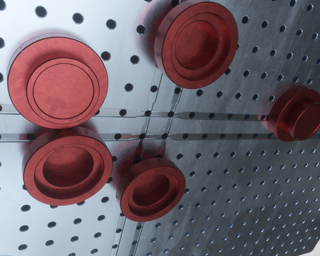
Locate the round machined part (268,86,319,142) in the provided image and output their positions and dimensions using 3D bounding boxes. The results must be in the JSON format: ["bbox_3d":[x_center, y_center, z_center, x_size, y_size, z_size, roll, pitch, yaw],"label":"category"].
[{"bbox_3d":[0.233,-0.018,0.515,0.099,0.042,0.097,-14,124,-21],"label":"round machined part"}]

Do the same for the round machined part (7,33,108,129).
[{"bbox_3d":[-0.100,-0.043,0.314,0.099,0.042,0.097,-12,119,-22],"label":"round machined part"}]

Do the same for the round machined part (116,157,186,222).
[{"bbox_3d":[-0.016,0.082,0.442,0.099,0.042,0.097,-14,124,-21],"label":"round machined part"}]

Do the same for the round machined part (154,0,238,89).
[{"bbox_3d":[0.038,-0.098,0.360,0.099,0.042,0.097,-14,124,-21],"label":"round machined part"}]

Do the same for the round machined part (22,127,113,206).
[{"bbox_3d":[-0.109,0.040,0.365,0.099,0.042,0.097,-14,124,-21],"label":"round machined part"}]
